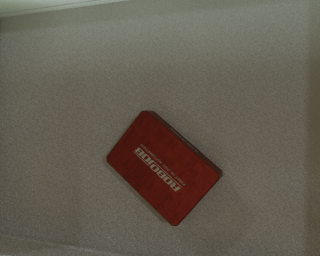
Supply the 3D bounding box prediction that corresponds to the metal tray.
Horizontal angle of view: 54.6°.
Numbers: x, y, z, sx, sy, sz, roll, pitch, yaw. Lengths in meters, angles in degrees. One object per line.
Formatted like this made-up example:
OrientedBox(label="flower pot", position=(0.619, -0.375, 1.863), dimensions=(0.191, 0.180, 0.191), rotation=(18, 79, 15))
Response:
OrientedBox(label="metal tray", position=(0.004, 0.050, 0.407), dimensions=(0.130, 0.030, 0.090), rotation=(42, 103, 15))
